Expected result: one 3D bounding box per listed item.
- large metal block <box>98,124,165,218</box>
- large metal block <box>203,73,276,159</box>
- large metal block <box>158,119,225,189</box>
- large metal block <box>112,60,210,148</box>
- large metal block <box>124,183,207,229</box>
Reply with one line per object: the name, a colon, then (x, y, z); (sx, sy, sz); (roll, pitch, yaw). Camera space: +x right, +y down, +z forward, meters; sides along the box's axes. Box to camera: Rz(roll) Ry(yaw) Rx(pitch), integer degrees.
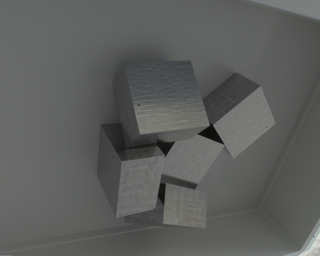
large metal block: (-0.040, 0.048, 0.381); (0.050, 0.080, 0.079); (-6, 121, -26)
large metal block: (0.107, -0.017, 0.441); (0.080, 0.050, 0.080); (-40, 130, -2)
large metal block: (0.028, 0.033, 0.430); (0.080, 0.050, 0.080); (21, 107, -36)
large metal block: (-0.001, -0.027, 0.348); (0.081, 0.080, 0.050); (-7, 163, -24)
large metal block: (0.008, 0.112, 0.439); (0.080, 0.080, 0.050); (21, 65, -38)
